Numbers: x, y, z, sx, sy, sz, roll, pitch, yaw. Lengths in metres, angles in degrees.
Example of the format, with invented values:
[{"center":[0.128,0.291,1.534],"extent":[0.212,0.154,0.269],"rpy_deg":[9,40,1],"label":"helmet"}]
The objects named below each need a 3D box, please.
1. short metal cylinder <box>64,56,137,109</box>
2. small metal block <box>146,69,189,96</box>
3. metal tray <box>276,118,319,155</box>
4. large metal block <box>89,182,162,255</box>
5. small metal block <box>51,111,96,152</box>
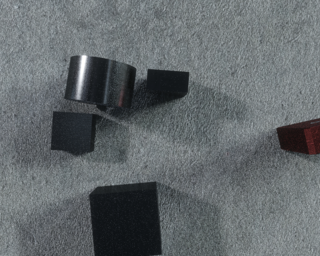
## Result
[{"center":[-0.072,-0.054,0.382],"extent":[0.080,0.080,0.050],"rpy_deg":[9,90,0],"label":"short metal cylinder"},{"center":[0.009,-0.057,0.397],"extent":[0.050,0.050,0.025],"rpy_deg":[4,90,0],"label":"small metal block"},{"center":[0.224,0.001,0.379],"extent":[0.131,0.090,0.030],"rpy_deg":[-13,90,0],"label":"metal tray"},{"center":[-0.041,0.116,0.397],"extent":[0.081,0.050,0.080],"rpy_deg":[-5,90,0],"label":"large metal block"},{"center":[-0.113,0.005,0.409],"extent":[0.050,0.025,0.050],"rpy_deg":[4,90,0],"label":"small metal block"}]
